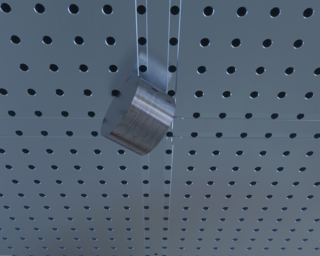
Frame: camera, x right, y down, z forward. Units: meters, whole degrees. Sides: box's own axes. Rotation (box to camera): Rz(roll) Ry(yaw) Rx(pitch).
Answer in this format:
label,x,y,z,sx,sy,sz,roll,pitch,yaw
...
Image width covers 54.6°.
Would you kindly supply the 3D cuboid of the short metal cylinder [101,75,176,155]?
label,x,y,z,sx,sy,sz,roll,pitch,yaw
short metal cylinder,-0.027,-0.015,0.363,0.050,0.080,0.080,30,124,-23
